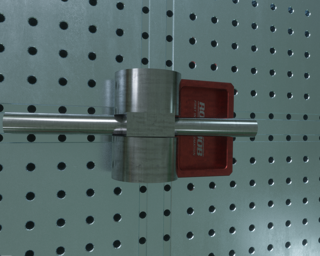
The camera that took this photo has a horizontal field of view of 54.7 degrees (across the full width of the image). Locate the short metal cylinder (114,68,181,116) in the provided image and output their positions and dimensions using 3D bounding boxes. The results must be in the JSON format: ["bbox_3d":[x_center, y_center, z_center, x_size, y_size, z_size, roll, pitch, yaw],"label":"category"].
[{"bbox_3d":[-0.015,-0.040,0.376,0.081,0.080,0.050,1,90,-20],"label":"short metal cylinder"}]

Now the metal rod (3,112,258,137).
[{"bbox_3d":[-0.025,-0.003,0.378,0.302,0.025,0.025,1,90,-11],"label":"metal rod"}]

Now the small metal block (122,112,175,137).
[{"bbox_3d":[-0.014,-0.004,0.343,0.050,0.050,0.025,1,90,-12],"label":"small metal block"}]

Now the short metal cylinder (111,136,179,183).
[{"bbox_3d":[-0.018,0.035,0.376,0.081,0.080,0.050,1,90,-20],"label":"short metal cylinder"}]

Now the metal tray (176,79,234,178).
[{"bbox_3d":[0.055,0.001,0.430,0.091,0.030,0.129,1,90,-20],"label":"metal tray"}]
